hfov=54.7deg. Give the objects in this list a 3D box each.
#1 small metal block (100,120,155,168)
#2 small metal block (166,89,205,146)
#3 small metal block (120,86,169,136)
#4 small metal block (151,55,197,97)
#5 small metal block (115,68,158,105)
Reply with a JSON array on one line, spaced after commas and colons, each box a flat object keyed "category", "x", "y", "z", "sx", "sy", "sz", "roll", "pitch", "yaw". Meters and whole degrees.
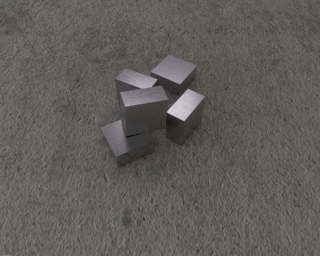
[{"category": "small metal block", "x": -0.041, "y": 0.015, "z": 0.390, "sx": 0.050, "sy": 0.025, "sz": 0.050, "roll": -22, "pitch": 54, "yaw": -18}, {"category": "small metal block", "x": 0.032, "y": -0.013, "z": 0.398, "sx": 0.025, "sy": 0.050, "sz": 0.050, "roll": 28, "pitch": 55, "yaw": 21}, {"category": "small metal block", "x": -0.019, "y": -0.020, "z": 0.371, "sx": 0.050, "sy": 0.050, "sz": 0.025, "roll": -11, "pitch": 50, "yaw": -15}, {"category": "small metal block", "x": 0.021, "y": -0.080, "z": 0.471, "sx": 0.050, "sy": 0.025, "sz": 0.050, "roll": 27, "pitch": 55, "yaw": 20}, {"category": "small metal block", "x": -0.031, "y": -0.049, "z": 0.427, "sx": 0.050, "sy": 0.050, "sz": 0.025, "roll": 22, "pitch": 54, "yaw": 17}]
